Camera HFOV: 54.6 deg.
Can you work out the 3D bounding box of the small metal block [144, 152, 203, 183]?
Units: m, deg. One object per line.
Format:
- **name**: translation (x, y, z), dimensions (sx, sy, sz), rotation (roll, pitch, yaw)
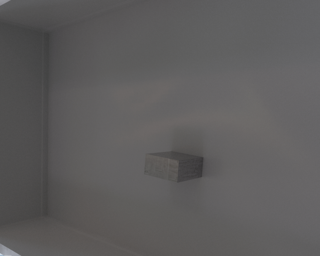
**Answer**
- **small metal block**: translation (0.017, 0.046, 0.377), dimensions (0.050, 0.050, 0.025), rotation (7, 95, 40)
